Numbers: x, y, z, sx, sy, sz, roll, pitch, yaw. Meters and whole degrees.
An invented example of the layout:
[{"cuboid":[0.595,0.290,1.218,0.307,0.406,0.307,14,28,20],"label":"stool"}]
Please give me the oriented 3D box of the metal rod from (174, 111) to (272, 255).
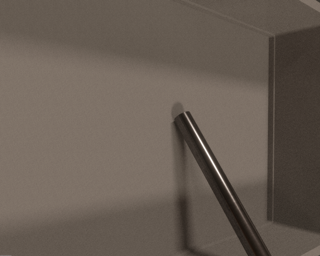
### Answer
[{"cuboid":[0.097,0.109,0.391,0.025,0.025,0.299,-11,66,-40],"label":"metal rod"}]
